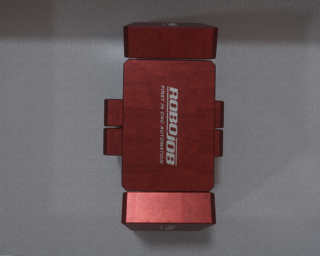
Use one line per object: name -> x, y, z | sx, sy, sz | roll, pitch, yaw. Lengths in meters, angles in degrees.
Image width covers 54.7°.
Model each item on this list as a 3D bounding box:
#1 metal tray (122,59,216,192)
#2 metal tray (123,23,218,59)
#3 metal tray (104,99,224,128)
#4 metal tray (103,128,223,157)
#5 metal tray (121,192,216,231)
metal tray -> 0.008, -0.002, 0.317 | 0.091, 0.030, 0.129 | 1, 90, -1
metal tray -> 0.010, -0.104, 0.357 | 0.091, 0.130, 0.030 | 1, 111, 0
metal tray -> 0.005, -0.016, 0.378 | 0.131, 0.090, 0.030 | 1, 90, 0
metal tray -> 0.004, 0.015, 0.378 | 0.131, 0.090, 0.030 | 1, 90, 0
metal tray -> 0.008, 0.099, 0.356 | 0.091, 0.130, 0.030 | 0, 69, -1
